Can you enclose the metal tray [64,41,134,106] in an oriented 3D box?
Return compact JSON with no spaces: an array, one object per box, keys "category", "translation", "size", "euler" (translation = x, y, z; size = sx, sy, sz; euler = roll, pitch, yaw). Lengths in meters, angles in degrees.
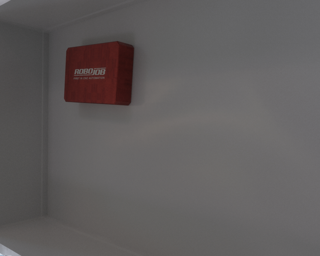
[{"category":"metal tray","translation":[-0.099,-0.083,0.487],"size":[0.130,0.030,0.089],"euler":[6,94,40]}]
